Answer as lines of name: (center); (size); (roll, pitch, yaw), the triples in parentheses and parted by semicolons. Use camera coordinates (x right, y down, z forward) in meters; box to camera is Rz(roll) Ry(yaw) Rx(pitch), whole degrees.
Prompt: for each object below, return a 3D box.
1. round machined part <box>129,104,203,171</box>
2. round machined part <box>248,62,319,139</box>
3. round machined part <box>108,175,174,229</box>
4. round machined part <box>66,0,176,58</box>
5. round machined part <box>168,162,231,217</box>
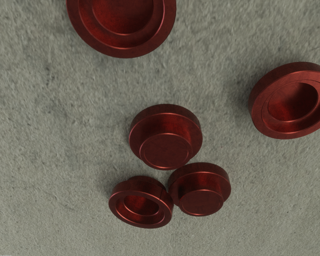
round machined part: (0.008, 0.019, 0.413); (0.099, 0.042, 0.097); (-1, 130, 0)
round machined part: (0.154, -0.036, 0.368); (0.099, 0.042, 0.097); (-1, 130, 0)
round machined part: (-0.026, 0.112, 0.483); (0.098, 0.042, 0.097); (7, 132, 8)
round machined part: (-0.035, -0.120, 0.294); (0.099, 0.042, 0.097); (-1, 130, 0)
round machined part: (0.062, 0.102, 0.484); (0.099, 0.042, 0.097); (-1, 130, 0)
